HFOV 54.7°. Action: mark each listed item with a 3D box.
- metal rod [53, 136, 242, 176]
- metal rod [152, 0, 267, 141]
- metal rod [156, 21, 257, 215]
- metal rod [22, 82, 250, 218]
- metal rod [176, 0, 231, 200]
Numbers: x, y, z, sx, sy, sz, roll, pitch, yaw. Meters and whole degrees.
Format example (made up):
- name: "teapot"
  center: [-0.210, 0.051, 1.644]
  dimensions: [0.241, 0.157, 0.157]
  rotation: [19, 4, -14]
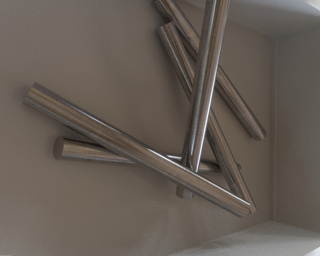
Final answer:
- name: "metal rod"
  center: [0.010, 0.045, 0.414]
  dimensions: [0.302, 0.025, 0.025]
  rotation: [12, 82, -39]
- name: "metal rod"
  center: [0.090, -0.080, 0.481]
  dimensions: [0.300, 0.025, 0.025]
  rotation: [46, 63, -30]
- name: "metal rod"
  center: [0.071, -0.005, 0.443]
  dimensions: [0.025, 0.025, 0.299]
  rotation: [-35, 105, -34]
- name: "metal rod"
  center: [-0.008, 0.037, 0.358]
  dimensions: [0.301, 0.025, 0.025]
  rotation: [31, 70, -23]
- name: "metal rod"
  center: [0.051, -0.047, 0.363]
  dimensions: [0.025, 0.025, 0.298]
  rotation: [-12, 119, -39]
